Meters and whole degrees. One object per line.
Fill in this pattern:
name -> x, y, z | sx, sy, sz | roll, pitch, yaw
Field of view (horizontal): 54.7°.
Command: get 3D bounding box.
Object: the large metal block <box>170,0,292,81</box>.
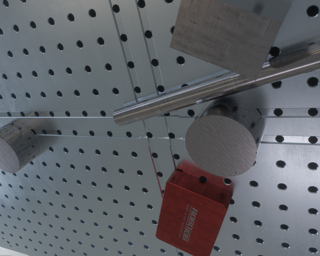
large metal block -> 0.066, -0.094, 0.283 | 0.080, 0.080, 0.050 | 25, 127, 13

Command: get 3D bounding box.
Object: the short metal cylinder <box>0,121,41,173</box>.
short metal cylinder -> -0.264, 0.034, 0.556 | 0.080, 0.050, 0.079 | 13, 124, 21

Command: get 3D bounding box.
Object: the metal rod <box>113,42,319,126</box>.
metal rod -> 0.064, -0.046, 0.348 | 0.300, 0.025, 0.025 | -14, 111, 34

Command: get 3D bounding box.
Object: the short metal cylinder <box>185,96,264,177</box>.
short metal cylinder -> 0.076, 0.010, 0.361 | 0.080, 0.050, 0.079 | 13, 124, 21

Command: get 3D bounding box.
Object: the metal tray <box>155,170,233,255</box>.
metal tray -> 0.047, 0.134, 0.466 | 0.090, 0.030, 0.129 | 20, 126, 16
